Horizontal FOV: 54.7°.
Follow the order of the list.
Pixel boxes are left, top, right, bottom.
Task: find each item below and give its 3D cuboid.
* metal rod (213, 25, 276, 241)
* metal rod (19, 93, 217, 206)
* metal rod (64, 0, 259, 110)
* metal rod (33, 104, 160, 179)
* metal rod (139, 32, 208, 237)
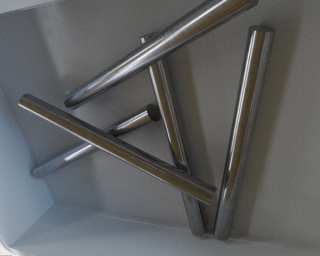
[{"bbox_3d":[0.094,0.030,0.377,0.025,0.025,0.298,15,125,20],"label":"metal rod"},{"bbox_3d":[-0.065,0.024,0.424,0.301,0.025,0.025,26,128,12],"label":"metal rod"},{"bbox_3d":[-0.030,-0.073,0.348,0.299,0.025,0.025,-19,109,45],"label":"metal rod"},{"bbox_3d":[-0.117,0.032,0.489,0.299,0.025,0.025,-25,105,37],"label":"metal rod"},{"bbox_3d":[0.024,0.026,0.411,0.025,0.025,0.298,-1,118,29],"label":"metal rod"}]
